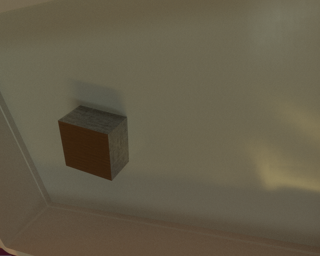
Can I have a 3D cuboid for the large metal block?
[{"bbox_3d":[-0.094,0.021,0.453,0.080,0.050,0.079,14,124,20],"label":"large metal block"}]
